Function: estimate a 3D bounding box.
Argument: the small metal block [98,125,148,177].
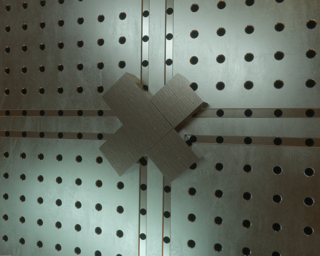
[{"bbox_3d":[-0.047,0.031,0.428,0.050,0.025,0.050,-43,77,14],"label":"small metal block"}]

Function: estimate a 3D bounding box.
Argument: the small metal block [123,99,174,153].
[{"bbox_3d":[-0.012,-0.002,0.415,0.050,0.025,0.050,-43,77,14],"label":"small metal block"}]

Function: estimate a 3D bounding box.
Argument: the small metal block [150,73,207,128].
[{"bbox_3d":[0.024,-0.035,0.403,0.050,0.025,0.050,-43,77,14],"label":"small metal block"}]

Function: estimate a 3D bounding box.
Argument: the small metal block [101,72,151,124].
[{"bbox_3d":[-0.043,-0.040,0.427,0.050,0.025,0.050,-42,77,14],"label":"small metal block"}]

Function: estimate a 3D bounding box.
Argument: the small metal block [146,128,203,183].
[{"bbox_3d":[0.019,0.035,0.405,0.050,0.025,0.050,-42,77,14],"label":"small metal block"}]
